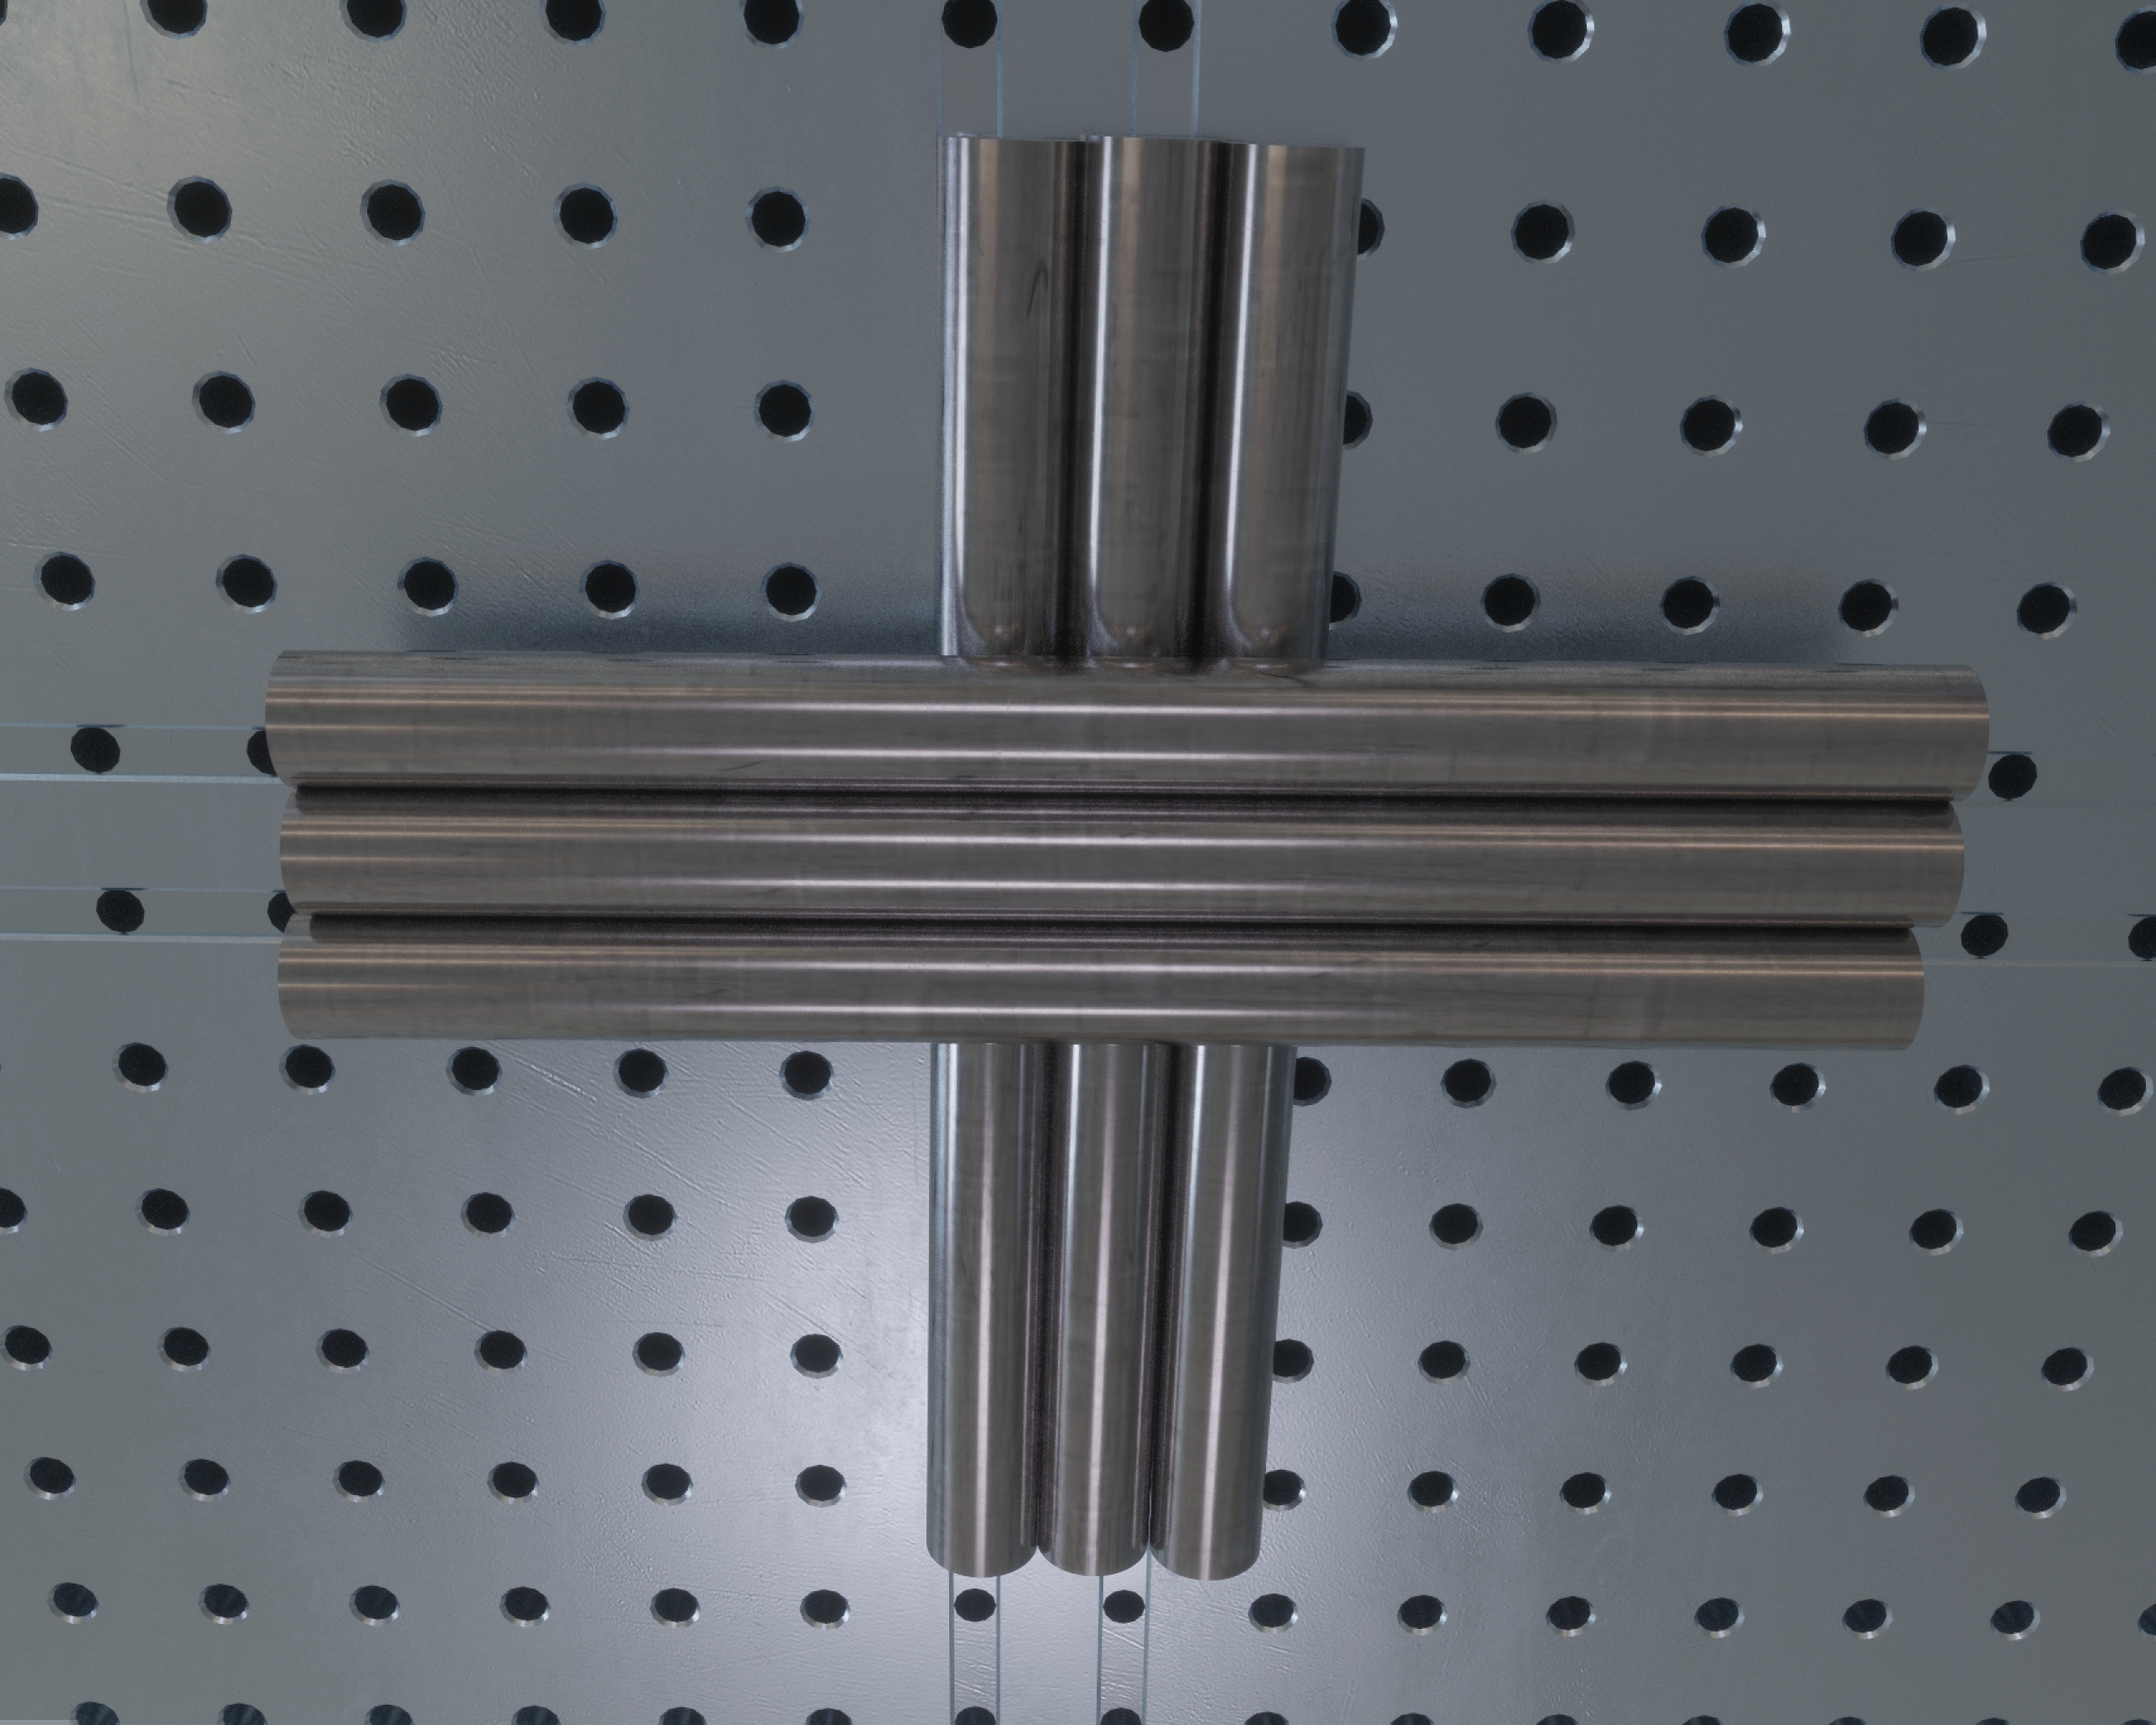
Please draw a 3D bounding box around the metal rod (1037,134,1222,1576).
[{"bbox_3d":[0.008,0.012,0.418,0.025,0.025,0.298,2,110,-1],"label":"metal rod"}]

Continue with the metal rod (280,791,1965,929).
[{"bbox_3d":[0.009,-0.001,0.386,0.302,0.025,0.025,0,110,-1],"label":"metal rod"}]

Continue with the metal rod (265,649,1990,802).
[{"bbox_3d":[0.009,-0.025,0.377,0.302,0.025,0.025,0,110,-1],"label":"metal rod"}]

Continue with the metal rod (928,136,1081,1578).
[{"bbox_3d":[-0.017,0.013,0.418,0.025,0.025,0.298,2,110,-1],"label":"metal rod"}]

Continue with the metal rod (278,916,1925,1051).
[{"bbox_3d":[0.005,0.022,0.395,0.302,0.025,0.025,0,110,-1],"label":"metal rod"}]

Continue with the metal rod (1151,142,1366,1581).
[{"bbox_3d":[0.033,0.014,0.419,0.025,0.025,0.298,2,110,-1],"label":"metal rod"}]
